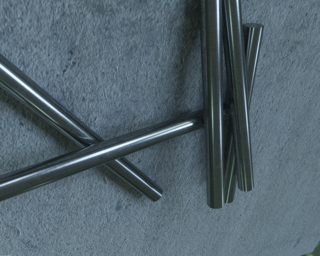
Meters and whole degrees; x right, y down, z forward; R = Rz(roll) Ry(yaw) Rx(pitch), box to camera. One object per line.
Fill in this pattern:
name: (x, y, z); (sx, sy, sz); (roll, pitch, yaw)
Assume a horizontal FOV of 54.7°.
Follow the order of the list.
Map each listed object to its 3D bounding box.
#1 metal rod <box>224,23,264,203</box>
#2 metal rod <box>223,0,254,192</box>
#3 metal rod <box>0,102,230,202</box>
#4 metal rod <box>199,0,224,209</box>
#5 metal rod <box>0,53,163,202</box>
metal rod: (0.118, -0.003, 0.469); (0.025, 0.025, 0.298); (-13, 124, -21)
metal rod: (0.107, -0.035, 0.420); (0.025, 0.025, 0.298); (-22, 120, -15)
metal rod: (-0.035, 0.018, 0.372); (0.302, 0.025, 0.025); (-19, 126, -28)
metal rod: (0.067, -0.028, 0.392); (0.025, 0.025, 0.298); (-14, 114, -20)
metal rod: (-0.086, 0.014, 0.368); (0.025, 0.025, 0.300); (-42, 130, 1)
